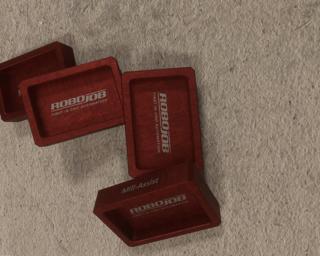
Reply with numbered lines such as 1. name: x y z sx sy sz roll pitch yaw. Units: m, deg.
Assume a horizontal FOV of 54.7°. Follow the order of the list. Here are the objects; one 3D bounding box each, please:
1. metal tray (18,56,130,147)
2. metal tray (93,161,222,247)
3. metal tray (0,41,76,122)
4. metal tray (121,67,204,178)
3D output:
1. metal tray: -0.110 -0.034 0.416 0.131 0.030 0.090 -16 89 -2
2. metal tray: -0.002 0.098 0.378 0.130 0.030 0.090 -21 125 18
3. metal tray: -0.188 -0.067 0.470 0.130 0.030 0.090 -14 85 19
4. metal tray: 0.002 -0.007 0.388 0.091 0.030 0.129 -5 88 -2
